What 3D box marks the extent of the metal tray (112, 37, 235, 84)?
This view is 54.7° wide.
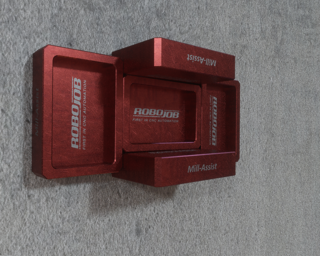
[{"bbox_3d":[0.018,-0.076,0.381,0.131,0.090,0.030,0,90,-40],"label":"metal tray"}]

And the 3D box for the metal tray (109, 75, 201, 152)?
[{"bbox_3d":[-0.002,-0.016,0.404,0.131,0.030,0.089,1,90,-40],"label":"metal tray"}]

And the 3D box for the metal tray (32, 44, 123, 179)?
[{"bbox_3d":[-0.086,-0.015,0.332,0.091,0.030,0.129,1,90,-40],"label":"metal tray"}]

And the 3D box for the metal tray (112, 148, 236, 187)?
[{"bbox_3d":[0.019,0.044,0.380,0.131,0.090,0.030,0,90,-40],"label":"metal tray"}]

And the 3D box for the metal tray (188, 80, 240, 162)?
[{"bbox_3d":[0.084,-0.011,0.476,0.091,0.030,0.129,1,90,-40],"label":"metal tray"}]
